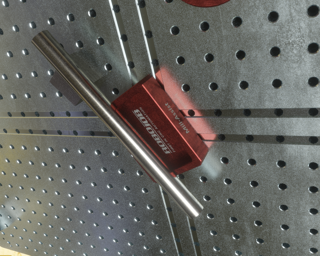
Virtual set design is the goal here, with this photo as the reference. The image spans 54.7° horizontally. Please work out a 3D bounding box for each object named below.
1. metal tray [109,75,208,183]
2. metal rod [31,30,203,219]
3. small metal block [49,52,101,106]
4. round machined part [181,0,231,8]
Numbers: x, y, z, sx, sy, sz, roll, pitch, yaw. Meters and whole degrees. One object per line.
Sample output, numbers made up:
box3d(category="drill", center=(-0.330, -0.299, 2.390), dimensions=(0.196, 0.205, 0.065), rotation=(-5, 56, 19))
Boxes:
box3d(category="metal tray", center=(-0.009, 0.006, 0.416), dimensions=(0.090, 0.030, 0.130), rotation=(-31, 102, 38))
box3d(category="metal rod", center=(-0.050, 0.000, 0.397), dimensions=(0.300, 0.025, 0.025), rotation=(49, 129, -7))
box3d(category="small metal block", center=(-0.119, -0.067, 0.432), dimensions=(0.050, 0.025, 0.050), rotation=(44, 129, -3))
box3d(category="round machined part", center=(0.041, -0.160, 0.280), dimensions=(0.098, 0.042, 0.097), rotation=(13, 124, 21))
